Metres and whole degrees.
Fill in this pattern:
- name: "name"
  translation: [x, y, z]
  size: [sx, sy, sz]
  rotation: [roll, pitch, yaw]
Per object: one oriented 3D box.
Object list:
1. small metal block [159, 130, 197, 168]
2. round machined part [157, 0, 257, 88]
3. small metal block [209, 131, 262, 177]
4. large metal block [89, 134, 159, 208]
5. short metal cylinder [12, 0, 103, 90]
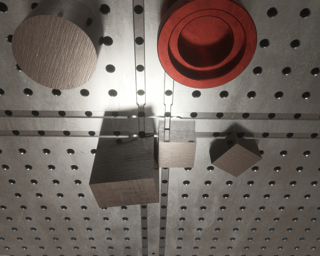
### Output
- name: "small metal block"
  translation: [0.023, 0.030, 0.438]
  size: [0.050, 0.025, 0.050]
  rotation: [0, 130, -1]
- name: "round machined part"
  translation: [0.046, -0.093, 0.322]
  size: [0.099, 0.042, 0.097]
  rotation: [-1, 130, 0]
- name: "small metal block"
  translation: [0.108, 0.039, 0.447]
  size: [0.050, 0.025, 0.050]
  rotation: [29, 124, -23]
- name: "large metal block"
  translation: [-0.044, 0.058, 0.424]
  size: [0.080, 0.080, 0.050]
  rotation: [-6, 130, 5]
- name: "short metal cylinder"
  translation: [-0.102, -0.087, 0.320]
  size: [0.081, 0.050, 0.079]
  rotation: [-1, 131, 0]
